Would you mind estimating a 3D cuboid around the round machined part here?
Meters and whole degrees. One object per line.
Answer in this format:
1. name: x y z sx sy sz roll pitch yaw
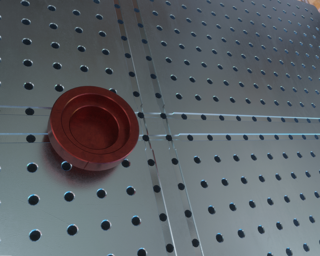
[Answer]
1. round machined part: -0.077 0.004 0.354 0.099 0.042 0.098 14 56 -21
